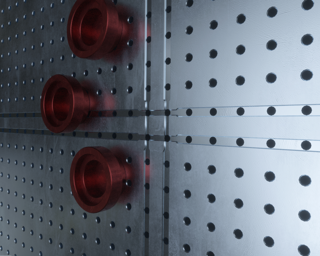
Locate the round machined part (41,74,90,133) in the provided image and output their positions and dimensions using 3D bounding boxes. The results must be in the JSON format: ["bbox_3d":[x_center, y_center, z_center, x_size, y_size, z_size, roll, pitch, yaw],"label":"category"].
[{"bbox_3d":[-0.157,-0.040,0.525,0.098,0.042,0.097,0,90,39],"label":"round machined part"}]

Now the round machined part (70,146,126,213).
[{"bbox_3d":[-0.090,0.076,0.470,0.098,0.042,0.097,0,90,39],"label":"round machined part"}]

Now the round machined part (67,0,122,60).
[{"bbox_3d":[-0.096,-0.153,0.475,0.098,0.042,0.097,0,90,39],"label":"round machined part"}]
